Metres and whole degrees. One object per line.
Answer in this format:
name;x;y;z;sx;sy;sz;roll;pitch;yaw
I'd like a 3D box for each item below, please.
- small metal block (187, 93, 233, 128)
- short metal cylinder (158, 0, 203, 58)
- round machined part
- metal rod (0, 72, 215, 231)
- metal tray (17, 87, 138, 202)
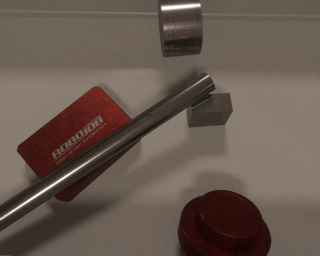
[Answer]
small metal block;0.063;-0.022;0.405;0.050;0.050;0.025;-4;70;-2
short metal cylinder;0.027;-0.141;0.432;0.050;0.080;0.080;-6;70;-3
round machined part;0.071;0.105;0.335;0.099;0.042;0.098;7;30;-4
metal rod;-0.065;0.026;0.358;0.301;0.025;0.025;-34;74;-6
metal tray;-0.100;0.019;0.399;0.130;0.030;0.090;-41;76;-14
